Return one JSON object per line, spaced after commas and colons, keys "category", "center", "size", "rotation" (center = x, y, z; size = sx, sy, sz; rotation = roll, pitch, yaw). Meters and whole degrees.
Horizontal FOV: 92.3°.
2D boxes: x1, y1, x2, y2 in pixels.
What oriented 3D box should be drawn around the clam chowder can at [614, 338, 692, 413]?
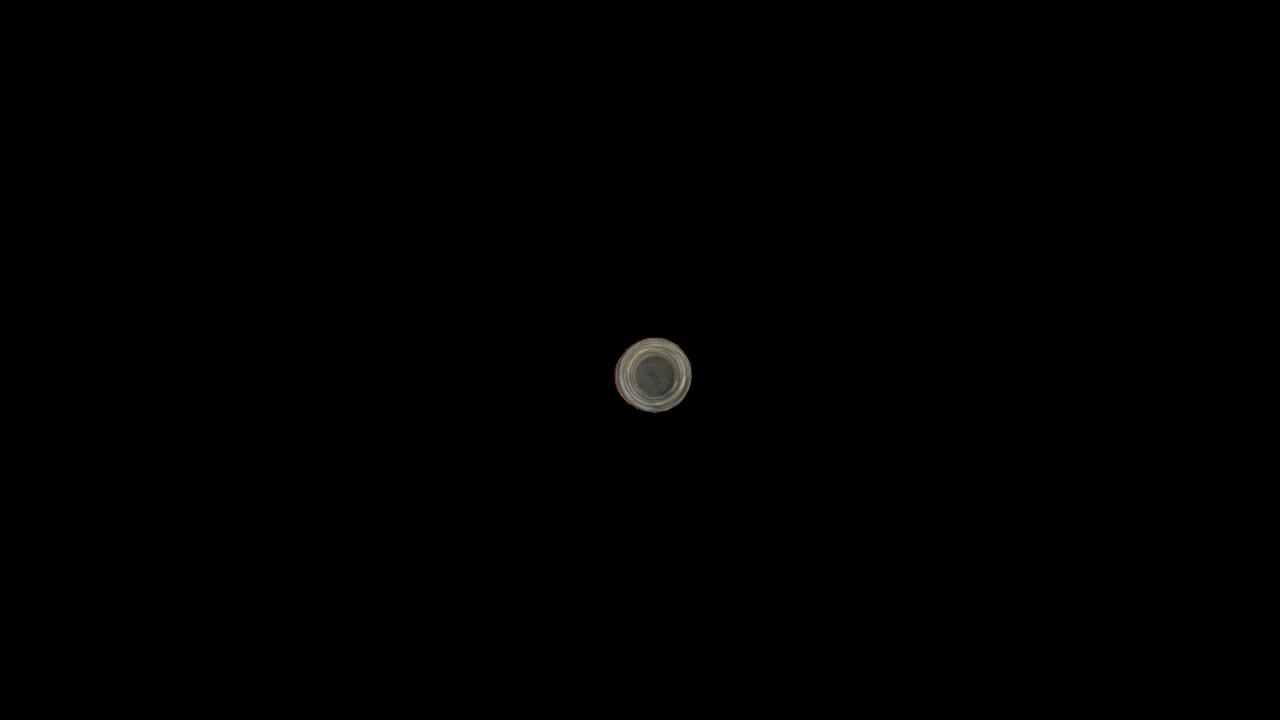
{"category": "clam chowder can", "center": [0.010, 0.015, 0.583], "size": [0.068, 0.068, 0.102], "rotation": [0, -3, -3]}
